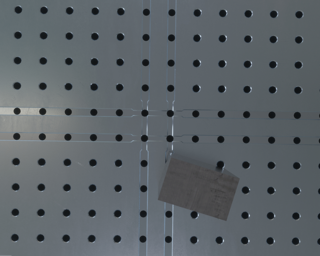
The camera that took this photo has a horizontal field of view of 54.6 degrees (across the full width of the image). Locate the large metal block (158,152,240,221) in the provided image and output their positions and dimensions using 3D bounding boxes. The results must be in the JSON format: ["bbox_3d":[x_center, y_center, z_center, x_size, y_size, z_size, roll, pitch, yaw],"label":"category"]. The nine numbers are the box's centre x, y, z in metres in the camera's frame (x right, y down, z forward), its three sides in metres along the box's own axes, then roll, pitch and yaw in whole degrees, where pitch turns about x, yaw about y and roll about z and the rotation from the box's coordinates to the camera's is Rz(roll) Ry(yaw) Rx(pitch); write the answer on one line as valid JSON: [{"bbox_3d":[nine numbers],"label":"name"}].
[{"bbox_3d":[0.044,0.068,0.386,0.080,0.080,0.050,17,90,0],"label":"large metal block"}]
